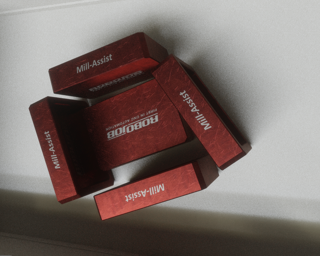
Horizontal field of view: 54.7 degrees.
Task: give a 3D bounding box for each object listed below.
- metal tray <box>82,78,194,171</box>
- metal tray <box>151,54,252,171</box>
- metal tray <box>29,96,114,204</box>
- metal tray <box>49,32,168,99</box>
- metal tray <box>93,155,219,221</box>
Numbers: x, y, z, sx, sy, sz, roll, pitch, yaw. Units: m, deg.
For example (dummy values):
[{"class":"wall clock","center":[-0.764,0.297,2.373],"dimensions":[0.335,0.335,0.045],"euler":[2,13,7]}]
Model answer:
[{"class":"metal tray","center":[-0.032,-0.004,0.415],"dimensions":[0.130,0.030,0.090],"euler":[-21,83,18]},{"class":"metal tray","center":[0.051,-0.018,0.356],"dimensions":[0.030,0.090,0.130],"euler":[-38,78,17]},{"class":"metal tray","center":[-0.114,0.026,0.412],"dimensions":[0.030,0.090,0.129],"euler":[-22,83,18]},{"class":"metal tray","center":[-0.060,-0.073,0.394],"dimensions":[0.130,0.090,0.030],"euler":[-17,85,19]},{"class":"metal tray","center":[-0.001,0.069,0.373],"dimensions":[0.130,0.090,0.030],"euler":[-21,83,18]}]
